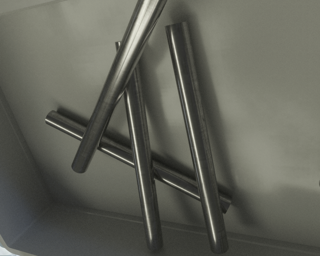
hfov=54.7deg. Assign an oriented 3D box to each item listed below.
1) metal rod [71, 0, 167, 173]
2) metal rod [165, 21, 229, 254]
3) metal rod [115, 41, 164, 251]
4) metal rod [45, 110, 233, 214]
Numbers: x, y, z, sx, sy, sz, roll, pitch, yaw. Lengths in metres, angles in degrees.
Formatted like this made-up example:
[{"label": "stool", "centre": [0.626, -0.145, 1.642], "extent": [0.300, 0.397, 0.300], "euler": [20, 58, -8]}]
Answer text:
[{"label": "metal rod", "centre": [-0.063, -0.034, 0.381], "extent": [0.025, 0.025, 0.298], "euler": [36, 131, 4]}, {"label": "metal rod", "centre": [0.049, 0.026, 0.378], "extent": [0.025, 0.025, 0.298], "euler": [-3, 111, 29]}, {"label": "metal rod", "centre": [-0.024, 0.036, 0.416], "extent": [0.025, 0.025, 0.298], "euler": [3, 112, 26]}, {"label": "metal rod", "centre": [-0.039, 0.045, 0.456], "extent": [0.301, 0.025, 0.025], "euler": [25, 127, 12]}]
